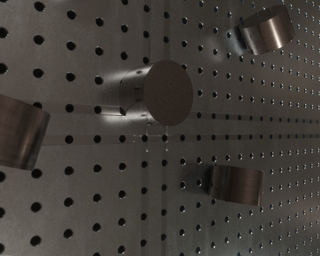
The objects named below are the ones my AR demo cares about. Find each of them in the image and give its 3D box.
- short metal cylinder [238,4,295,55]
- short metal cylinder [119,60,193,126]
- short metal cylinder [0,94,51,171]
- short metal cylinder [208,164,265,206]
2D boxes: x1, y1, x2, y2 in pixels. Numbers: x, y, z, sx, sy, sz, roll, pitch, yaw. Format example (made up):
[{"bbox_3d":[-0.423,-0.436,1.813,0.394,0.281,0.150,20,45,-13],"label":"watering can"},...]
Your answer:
[{"bbox_3d":[0.182,-0.167,0.529,0.080,0.080,0.050,-45,118,-31],"label":"short metal cylinder"},{"bbox_3d":[-0.004,-0.042,0.391,0.081,0.050,0.079,0,90,-41],"label":"short metal cylinder"},{"bbox_3d":[-0.139,0.002,0.257,0.080,0.080,0.050,22,76,-38],"label":"short metal cylinder"},{"bbox_3d":[0.116,0.086,0.474,0.081,0.080,0.050,15,80,-39],"label":"short metal cylinder"}]
